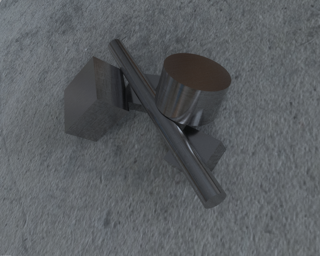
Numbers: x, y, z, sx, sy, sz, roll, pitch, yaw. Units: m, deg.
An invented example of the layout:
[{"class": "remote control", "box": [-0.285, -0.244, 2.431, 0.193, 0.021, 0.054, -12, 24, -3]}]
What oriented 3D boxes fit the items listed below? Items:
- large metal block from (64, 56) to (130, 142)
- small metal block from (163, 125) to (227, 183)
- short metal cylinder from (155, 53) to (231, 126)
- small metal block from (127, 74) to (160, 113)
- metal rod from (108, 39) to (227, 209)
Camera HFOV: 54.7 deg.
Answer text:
[{"class": "large metal block", "box": [-0.093, -0.039, 0.439, 0.080, 0.050, 0.080, -39, 48, 32]}, {"class": "small metal block", "box": [0.041, 0.031, 0.364, 0.050, 0.025, 0.050, 27, 76, 37]}, {"class": "short metal cylinder", "box": [0.038, -0.048, 0.372, 0.081, 0.050, 0.080, 9, 41, -8]}, {"class": "small metal block", "box": [-0.022, -0.050, 0.447, 0.050, 0.025, 0.050, 13, 68, 33]}, {"class": "metal rod", "box": [-0.008, -0.029, 0.394, 0.025, 0.025, 0.300, -35, 51, 4]}]
